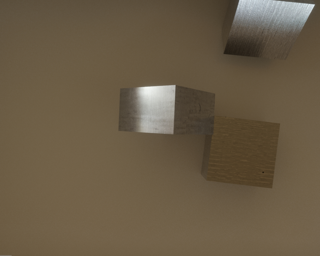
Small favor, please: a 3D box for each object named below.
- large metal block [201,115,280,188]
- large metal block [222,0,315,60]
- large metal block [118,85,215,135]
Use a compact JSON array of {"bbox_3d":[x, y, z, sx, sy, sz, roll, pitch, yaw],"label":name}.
[{"bbox_3d":[0.101,0.029,0.400,0.081,0.050,0.080,7,90,-1],"label":"large metal block"},{"bbox_3d":[0.126,-0.134,0.378,0.081,0.080,0.050,5,55,-1],"label":"large metal block"},{"bbox_3d":[0.009,-0.019,0.368,0.080,0.081,0.050,3,90,39],"label":"large metal block"}]
